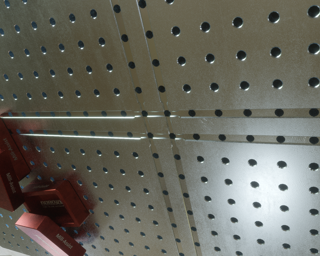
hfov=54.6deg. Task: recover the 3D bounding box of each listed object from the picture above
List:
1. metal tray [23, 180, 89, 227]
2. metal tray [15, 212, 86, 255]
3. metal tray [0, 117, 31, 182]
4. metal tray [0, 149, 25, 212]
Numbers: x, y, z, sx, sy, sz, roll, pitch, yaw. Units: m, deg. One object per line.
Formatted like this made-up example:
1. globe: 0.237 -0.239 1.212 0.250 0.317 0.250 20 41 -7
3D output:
1. metal tray: -0.213 0.152 0.615 0.130 0.030 0.090 -12 112 33
2. metal tray: -0.225 0.228 0.643 0.090 0.030 0.130 -5 130 38
3. metal tray: -0.320 0.043 0.604 0.090 0.030 0.129 -4 116 30
4. metal tray: -0.320 0.095 0.597 0.090 0.030 0.129 12 123 22
